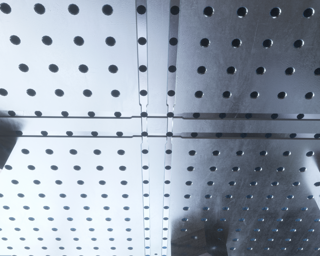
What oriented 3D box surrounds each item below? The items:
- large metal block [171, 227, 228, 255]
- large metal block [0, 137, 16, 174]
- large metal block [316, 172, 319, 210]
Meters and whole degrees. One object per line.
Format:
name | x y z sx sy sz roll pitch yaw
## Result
large metal block | 0.078 0.248 0.606 0.080 0.050 0.080 -31 124 23
large metal block | -0.263 0.047 0.433 0.080 0.050 0.080 27 125 -22
large metal block | 0.301 0.108 0.489 0.080 0.050 0.080 -11 129 9
